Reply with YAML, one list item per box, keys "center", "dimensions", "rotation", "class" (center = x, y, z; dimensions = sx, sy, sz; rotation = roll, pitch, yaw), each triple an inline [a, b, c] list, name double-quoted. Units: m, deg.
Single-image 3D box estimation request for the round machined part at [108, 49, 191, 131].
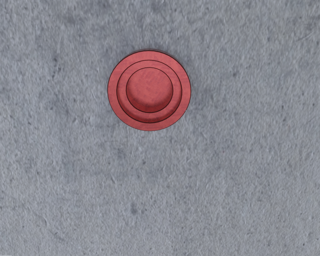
- center: [-0.012, -0.049, 0.383]
  dimensions: [0.099, 0.042, 0.097]
  rotation: [0, 110, -1]
  class: "round machined part"
